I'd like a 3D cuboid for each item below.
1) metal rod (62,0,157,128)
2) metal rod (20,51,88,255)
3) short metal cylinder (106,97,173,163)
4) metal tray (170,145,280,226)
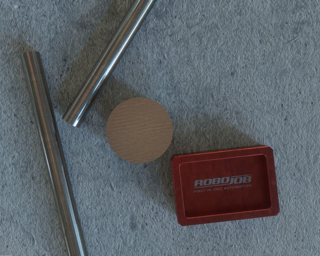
[{"bbox_3d":[-0.040,-0.134,0.409,0.025,0.025,0.299,31,90,0],"label":"metal rod"},{"bbox_3d":[-0.137,0.048,0.408,0.025,0.025,0.298,-13,90,0],"label":"metal rod"},{"bbox_3d":[-0.024,0.003,0.397,0.081,0.050,0.080,0,90,0],"label":"short metal cylinder"},{"bbox_3d":[0.083,0.074,0.408,0.131,0.030,0.089,-6,90,0],"label":"metal tray"}]
